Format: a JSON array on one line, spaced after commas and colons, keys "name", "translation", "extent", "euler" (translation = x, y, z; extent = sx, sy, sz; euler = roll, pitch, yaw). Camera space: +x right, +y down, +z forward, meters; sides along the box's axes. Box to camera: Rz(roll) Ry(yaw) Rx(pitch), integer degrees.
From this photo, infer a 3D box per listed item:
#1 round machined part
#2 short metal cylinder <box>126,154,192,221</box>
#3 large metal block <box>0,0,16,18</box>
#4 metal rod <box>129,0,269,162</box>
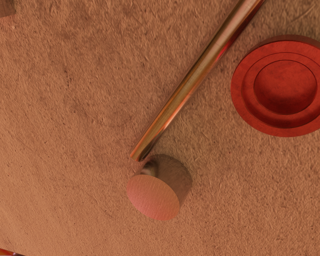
[{"name": "round machined part", "translation": [0.123, -0.043, 0.304], "extent": [0.098, 0.042, 0.097], "euler": [13, 124, 21]}, {"name": "short metal cylinder", "translation": [0.000, 0.084, 0.443], "extent": [0.080, 0.050, 0.079], "euler": [13, 124, 21]}, {"name": "large metal block", "translation": [-0.247, -0.189, 0.404], "extent": [0.080, 0.050, 0.079], "euler": [13, 124, 21]}, {"name": "metal rod", "translation": [0.037, -0.054, 0.353], "extent": [0.025, 0.025, 0.298], "euler": [38, 129, 2]}]
